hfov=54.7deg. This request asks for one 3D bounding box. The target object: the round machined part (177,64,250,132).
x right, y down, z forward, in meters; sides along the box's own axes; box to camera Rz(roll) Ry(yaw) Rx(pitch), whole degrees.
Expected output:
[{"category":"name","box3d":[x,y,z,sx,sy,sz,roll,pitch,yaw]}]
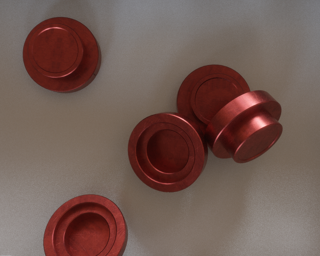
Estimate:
[{"category":"round machined part","box3d":[0.072,-0.034,0.404,0.099,0.042,0.097,0,90,-1]}]

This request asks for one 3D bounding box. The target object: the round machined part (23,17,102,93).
[{"category":"round machined part","box3d":[-0.129,-0.096,0.401,0.099,0.042,0.097,0,90,-1]}]

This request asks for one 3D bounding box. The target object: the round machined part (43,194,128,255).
[{"category":"round machined part","box3d":[-0.089,0.137,0.387,0.099,0.042,0.098,-1,56,2]}]

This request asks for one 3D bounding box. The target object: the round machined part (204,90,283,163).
[{"category":"round machined part","box3d":[0.107,0.005,0.374,0.098,0.098,0.042,-32,55,0]}]

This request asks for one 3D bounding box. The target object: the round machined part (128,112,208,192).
[{"category":"round machined part","box3d":[0.013,0.028,0.392,0.098,0.042,0.097,3,99,21]}]
